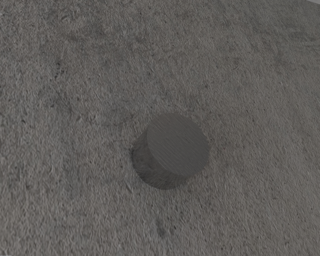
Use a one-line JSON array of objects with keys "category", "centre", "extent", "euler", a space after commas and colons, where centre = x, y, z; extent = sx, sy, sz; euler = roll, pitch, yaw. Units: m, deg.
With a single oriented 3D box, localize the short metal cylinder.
[{"category": "short metal cylinder", "centre": [0.012, 0.029, 0.376], "extent": [0.081, 0.050, 0.080], "euler": [13, 56, -21]}]
